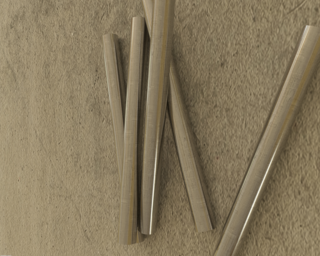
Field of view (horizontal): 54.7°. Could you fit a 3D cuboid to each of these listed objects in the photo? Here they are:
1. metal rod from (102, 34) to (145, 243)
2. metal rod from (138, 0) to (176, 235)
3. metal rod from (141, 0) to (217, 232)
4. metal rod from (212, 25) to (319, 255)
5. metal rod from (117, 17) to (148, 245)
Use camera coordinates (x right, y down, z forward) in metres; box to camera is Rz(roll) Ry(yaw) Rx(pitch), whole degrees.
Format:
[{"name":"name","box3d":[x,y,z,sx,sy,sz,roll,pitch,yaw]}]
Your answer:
[{"name":"metal rod","box3d":[-0.054,0.011,0.447,0.025,0.025,0.298,-13,82,39]},{"name":"metal rod","box3d":[-0.006,-0.007,0.380,0.025,0.025,0.298,16,109,38]},{"name":"metal rod","box3d":[0.020,-0.026,0.386,0.025,0.025,0.299,-21,77,38]},{"name":"metal rod","box3d":[0.101,0.048,0.320,0.025,0.025,0.298,28,107,36]},{"name":"metal rod","box3d":[-0.035,0.001,0.416,0.025,0.025,0.298,0,85,39]}]
